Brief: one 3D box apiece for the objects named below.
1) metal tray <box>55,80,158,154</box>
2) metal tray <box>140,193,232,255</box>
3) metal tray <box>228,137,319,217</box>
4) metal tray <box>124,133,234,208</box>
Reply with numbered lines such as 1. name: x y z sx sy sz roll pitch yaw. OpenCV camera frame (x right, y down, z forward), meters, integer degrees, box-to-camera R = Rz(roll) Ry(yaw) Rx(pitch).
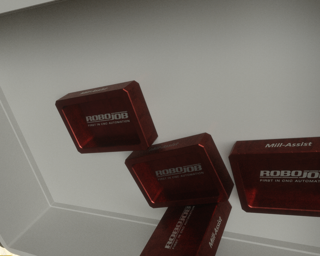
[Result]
1. metal tray: -0.077 -0.011 0.438 0.130 0.030 0.090 -6 116 30
2. metal tray: 0.035 0.141 0.410 0.090 0.131 0.030 -20 108 36
3. metal tray: 0.155 0.058 0.359 0.130 0.030 0.090 -5 116 30
4. metal tray: 0.025 0.063 0.431 0.130 0.030 0.090 -15 111 34
